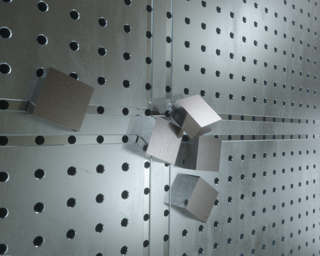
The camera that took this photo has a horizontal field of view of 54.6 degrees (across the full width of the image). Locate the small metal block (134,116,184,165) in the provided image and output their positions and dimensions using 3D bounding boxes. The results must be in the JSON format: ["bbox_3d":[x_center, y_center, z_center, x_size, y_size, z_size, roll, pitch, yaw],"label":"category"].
[{"bbox_3d":[0.000,0.016,0.408,0.050,0.025,0.050,27,74,-37],"label":"small metal block"}]

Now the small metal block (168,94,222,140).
[{"bbox_3d":[0.049,-0.016,0.427,0.050,0.025,0.050,-19,62,-46],"label":"small metal block"}]

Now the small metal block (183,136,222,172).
[{"bbox_3d":[0.064,0.038,0.462,0.050,0.025,0.050,11,83,-39],"label":"small metal block"}]

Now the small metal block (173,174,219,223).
[{"bbox_3d":[0.054,0.103,0.453,0.050,0.025,0.050,42,64,-32],"label":"small metal block"}]

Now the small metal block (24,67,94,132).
[{"bbox_3d":[-0.103,-0.028,0.322,0.050,0.025,0.050,25,74,-37],"label":"small metal block"}]
